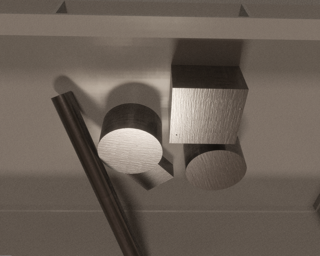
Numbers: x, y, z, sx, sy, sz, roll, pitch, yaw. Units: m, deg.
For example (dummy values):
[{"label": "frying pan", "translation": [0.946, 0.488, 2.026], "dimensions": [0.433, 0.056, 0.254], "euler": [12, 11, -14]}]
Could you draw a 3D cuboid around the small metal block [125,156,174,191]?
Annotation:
[{"label": "small metal block", "translation": [-0.015, 0.062, 0.462], "dimensions": [0.050, 0.025, 0.050], "euler": [-32, 124, 23]}]

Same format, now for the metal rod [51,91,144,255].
[{"label": "metal rod", "translation": [-0.068, 0.095, 0.409], "dimensions": [0.025, 0.025, 0.298], "euler": [-18, 103, 14]}]

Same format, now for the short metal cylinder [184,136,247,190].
[{"label": "short metal cylinder", "translation": [0.074, 0.042, 0.429], "dimensions": [0.081, 0.050, 0.079], "euler": [0, 130, 0]}]

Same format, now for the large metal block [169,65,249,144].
[{"label": "large metal block", "translation": [0.052, -0.027, 0.370], "dimensions": [0.081, 0.050, 0.079], "euler": [1, 130, -1]}]

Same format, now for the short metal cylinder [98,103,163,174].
[{"label": "short metal cylinder", "translation": [-0.037, 0.014, 0.404], "dimensions": [0.081, 0.050, 0.079], "euler": [-1, 130, 0]}]
